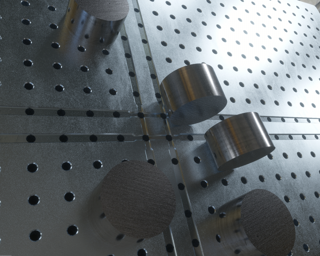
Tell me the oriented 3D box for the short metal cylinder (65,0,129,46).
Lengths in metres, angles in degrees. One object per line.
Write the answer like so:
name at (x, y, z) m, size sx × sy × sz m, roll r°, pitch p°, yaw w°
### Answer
short metal cylinder at (-0.091, -0.166, 0.446) m, size 0.081 × 0.050 × 0.080 m, roll 14°, pitch 56°, yaw -21°

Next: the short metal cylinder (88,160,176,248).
short metal cylinder at (-0.030, 0.080, 0.328) m, size 0.081 × 0.050 × 0.080 m, roll 14°, pitch 56°, yaw -21°

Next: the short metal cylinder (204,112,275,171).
short metal cylinder at (0.107, 0.020, 0.421) m, size 0.081 × 0.080 × 0.050 m, roll -6°, pitch 65°, yaw -31°

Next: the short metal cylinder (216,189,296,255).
short metal cylinder at (0.117, 0.122, 0.383) m, size 0.081 × 0.050 × 0.080 m, roll 14°, pitch 56°, yaw -21°

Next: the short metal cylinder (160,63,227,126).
short metal cylinder at (0.045, -0.044, 0.426) m, size 0.081 × 0.080 × 0.050 m, roll -4°, pitch 64°, yaw -30°
